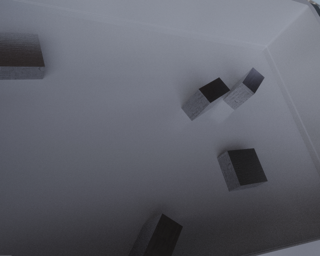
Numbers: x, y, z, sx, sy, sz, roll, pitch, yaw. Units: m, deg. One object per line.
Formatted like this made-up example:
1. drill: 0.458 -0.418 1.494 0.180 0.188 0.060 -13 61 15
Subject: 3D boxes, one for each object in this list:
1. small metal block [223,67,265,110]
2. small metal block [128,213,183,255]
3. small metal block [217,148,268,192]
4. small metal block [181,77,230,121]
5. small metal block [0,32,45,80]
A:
1. small metal block: 0.136 -0.063 0.501 0.025 0.050 0.050 41 51 0
2. small metal block: -0.008 0.120 0.312 0.025 0.050 0.050 35 51 -6
3. small metal block: 0.114 0.058 0.432 0.050 0.025 0.050 -2 63 -29
4. small metal block: 0.066 -0.042 0.450 0.050 0.050 0.025 -32 80 -38
5. small metal block: -0.169 -0.085 0.367 0.050 0.025 0.050 -6 65 -31
